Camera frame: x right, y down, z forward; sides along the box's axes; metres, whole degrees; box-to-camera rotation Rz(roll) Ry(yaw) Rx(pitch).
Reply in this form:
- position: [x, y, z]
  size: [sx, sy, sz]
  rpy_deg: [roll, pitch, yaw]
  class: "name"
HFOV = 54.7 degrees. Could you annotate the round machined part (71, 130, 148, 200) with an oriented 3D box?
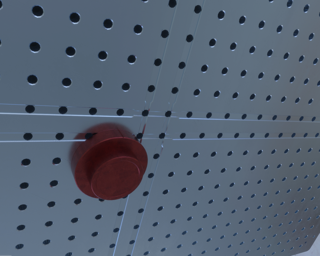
- position: [-0.061, 0.054, 0.402]
  size: [0.099, 0.042, 0.097]
  rpy_deg: [-14, 125, -21]
  class: "round machined part"
